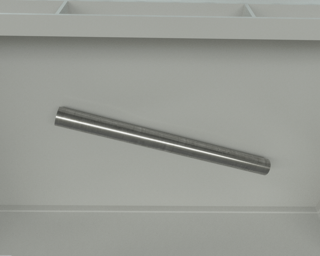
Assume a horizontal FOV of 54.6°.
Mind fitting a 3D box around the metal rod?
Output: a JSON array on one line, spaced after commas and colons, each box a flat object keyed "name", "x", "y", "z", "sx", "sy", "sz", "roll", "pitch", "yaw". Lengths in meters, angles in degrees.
[{"name": "metal rod", "x": 0.013, "y": 0.021, "z": 0.425, "sx": 0.302, "sy": 0.025, "sz": 0.025, "roll": 14, "pitch": 129, "yaw": -12}]
